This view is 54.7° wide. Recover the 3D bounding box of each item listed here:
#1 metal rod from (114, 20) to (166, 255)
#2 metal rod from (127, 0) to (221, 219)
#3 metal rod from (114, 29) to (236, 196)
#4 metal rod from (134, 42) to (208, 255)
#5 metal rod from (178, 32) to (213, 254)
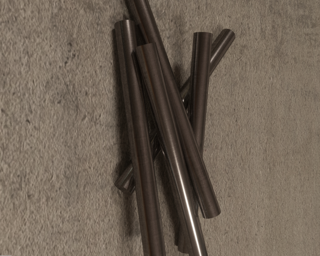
[{"bbox_3d":[-0.022,0.023,0.360,0.025,0.025,0.298,-4,84,-40],"label":"metal rod"},{"bbox_3d":[0.018,-0.028,0.392,0.025,0.025,0.298,-23,96,-38],"label":"metal rod"},{"bbox_3d":[0.033,-0.038,0.434,0.025,0.025,0.301,50,60,-29],"label":"metal rod"},{"bbox_3d":[0.019,0.046,0.386,0.025,0.025,0.298,-25,107,-37],"label":"metal rod"},{"bbox_3d":[0.047,0.024,0.422,0.025,0.025,0.298,-2,99,-40],"label":"metal rod"}]
